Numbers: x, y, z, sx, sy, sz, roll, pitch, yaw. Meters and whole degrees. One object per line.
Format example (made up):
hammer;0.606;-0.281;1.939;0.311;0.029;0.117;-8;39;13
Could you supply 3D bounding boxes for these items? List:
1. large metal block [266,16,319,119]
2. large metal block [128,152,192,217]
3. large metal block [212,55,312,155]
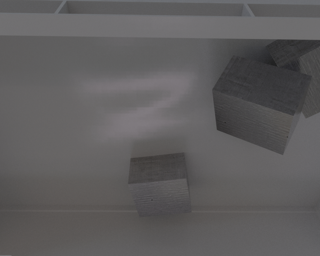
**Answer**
large metal block;0.175;-0.069;0.335;0.080;0.050;0.080;-29;125;22
large metal block;0.002;0.087;0.466;0.080;0.050;0.080;-7;130;5
large metal block;0.107;-0.024;0.336;0.080;0.050;0.080;23;157;25
